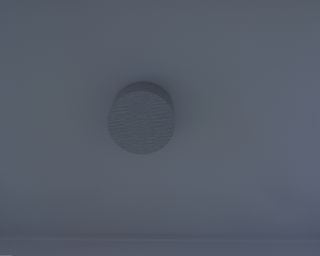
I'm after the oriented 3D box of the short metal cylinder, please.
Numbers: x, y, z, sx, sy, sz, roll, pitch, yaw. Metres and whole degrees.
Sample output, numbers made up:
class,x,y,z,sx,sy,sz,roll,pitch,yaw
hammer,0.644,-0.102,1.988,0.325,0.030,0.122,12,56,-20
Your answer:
class,x,y,z,sx,sy,sz,roll,pitch,yaw
short metal cylinder,-0.022,-0.013,0.390,0.080,0.050,0.079,0,110,0
